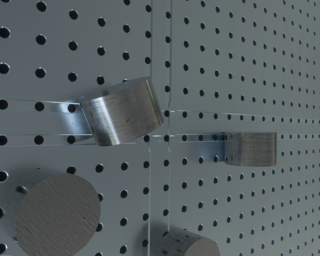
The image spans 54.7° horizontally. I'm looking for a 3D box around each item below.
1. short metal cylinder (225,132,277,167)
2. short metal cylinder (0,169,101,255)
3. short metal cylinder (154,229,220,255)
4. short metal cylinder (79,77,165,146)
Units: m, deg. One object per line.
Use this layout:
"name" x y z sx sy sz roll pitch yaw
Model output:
"short metal cylinder" 0.143 0.032 0.493 0.081 0.080 0.050 -1 91 -40
"short metal cylinder" -0.107 0.082 0.304 0.081 0.050 0.079 0 90 -40
"short metal cylinder" 0.037 0.185 0.424 0.081 0.050 0.079 0 90 -40
"short metal cylinder" -0.041 -0.020 0.339 0.081 0.080 0.050 -30 109 -36
